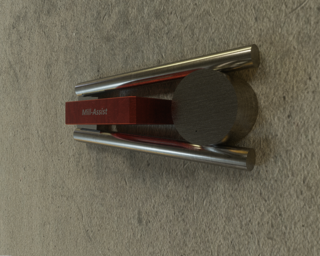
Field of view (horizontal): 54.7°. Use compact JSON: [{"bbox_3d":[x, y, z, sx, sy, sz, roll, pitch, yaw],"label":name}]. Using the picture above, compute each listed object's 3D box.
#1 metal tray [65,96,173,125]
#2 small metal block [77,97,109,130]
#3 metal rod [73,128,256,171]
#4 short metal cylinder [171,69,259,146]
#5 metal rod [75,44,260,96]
[{"bbox_3d":[-0.049,-0.019,0.403,0.130,0.091,0.030,0,90,40],"label":"metal tray"},{"bbox_3d":[-0.106,-0.024,0.495,0.050,0.025,0.050,6,94,40],"label":"small metal block"},{"bbox_3d":[-0.019,0.022,0.422,0.300,0.025,0.025,6,94,39],"label":"metal rod"},{"bbox_3d":[0.060,-0.022,0.340,0.080,0.050,0.079,0,90,40],"label":"short metal cylinder"},{"bbox_3d":[-0.015,-0.069,0.419,0.300,0.025,0.025,-3,88,40],"label":"metal rod"}]
